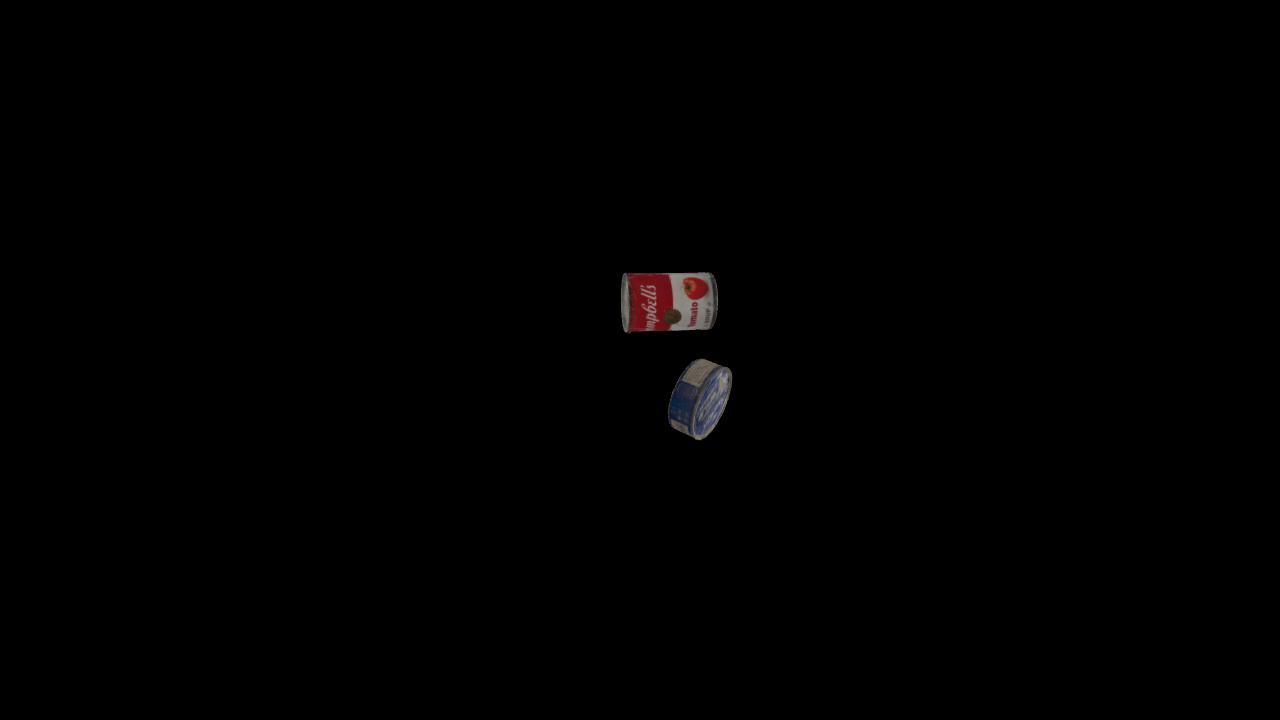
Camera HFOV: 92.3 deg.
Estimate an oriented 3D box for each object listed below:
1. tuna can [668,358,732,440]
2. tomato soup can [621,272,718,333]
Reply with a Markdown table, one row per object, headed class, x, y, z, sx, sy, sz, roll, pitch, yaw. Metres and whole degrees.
| class | x | y | z | sx | sy | sz | roll | pitch | yaw |
| --- | --- | --- | --- | --- | --- | --- | --- | --- | --- |
| tuna can | 0.065 | 0.042 | 0.662 | 0.034 | 0.084 | 0.084 | 23 | 11 | 27 |
| tomato soup can | 0.032 | -0.066 | 0.701 | 0.101 | 0.068 | 0.068 | -2 | 0 | -10 |
